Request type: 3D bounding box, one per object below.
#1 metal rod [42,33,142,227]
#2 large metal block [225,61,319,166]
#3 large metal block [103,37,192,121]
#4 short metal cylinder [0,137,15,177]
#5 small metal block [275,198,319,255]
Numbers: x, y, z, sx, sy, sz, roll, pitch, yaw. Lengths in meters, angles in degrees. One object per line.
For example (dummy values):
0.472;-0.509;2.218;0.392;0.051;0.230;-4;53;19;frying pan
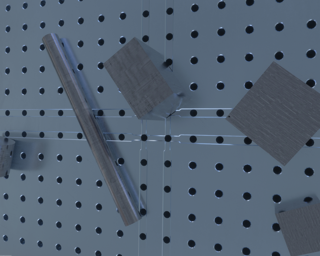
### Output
-0.101;-0.004;0.446;0.025;0.025;0.299;-29;81;17;metal rod
0.135;-0.016;0.352;0.080;0.050;0.080;41;103;15;large metal block
-0.013;-0.057;0.387;0.050;0.080;0.080;-37;79;16;large metal block
-0.271;0.041;0.477;0.080;0.080;0.050;14;95;19;short metal cylinder
0.166;0.113;0.354;0.050;0.025;0.050;-21;83;18;small metal block
